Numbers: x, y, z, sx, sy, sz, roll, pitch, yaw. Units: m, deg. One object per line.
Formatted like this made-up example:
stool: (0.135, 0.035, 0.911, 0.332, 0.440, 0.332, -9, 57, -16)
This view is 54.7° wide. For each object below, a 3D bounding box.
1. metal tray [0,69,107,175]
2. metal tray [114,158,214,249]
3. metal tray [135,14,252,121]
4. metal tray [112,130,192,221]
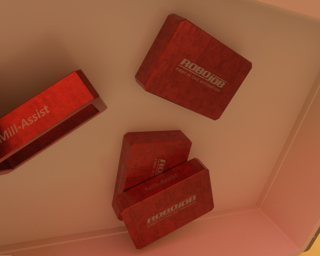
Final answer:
metal tray: (-0.118, -0.001, 0.303, 0.130, 0.090, 0.030, -34, 90, -6)
metal tray: (0.011, 0.107, 0.440, 0.131, 0.030, 0.089, -24, 128, -14)
metal tray: (0.045, -0.070, 0.389, 0.131, 0.030, 0.090, 20, 108, -36)
metal tray: (-0.013, 0.068, 0.442, 0.091, 0.030, 0.129, -2, 120, -28)
